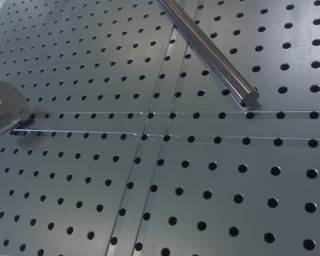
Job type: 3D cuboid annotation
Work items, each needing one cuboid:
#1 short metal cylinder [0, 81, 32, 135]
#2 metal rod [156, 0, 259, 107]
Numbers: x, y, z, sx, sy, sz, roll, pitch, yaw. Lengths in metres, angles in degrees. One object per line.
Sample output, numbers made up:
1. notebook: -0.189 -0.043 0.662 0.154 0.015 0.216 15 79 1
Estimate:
1. short metal cylinder: -0.272 -0.034 0.537 0.050 0.080 0.080 -32 52 8
2. metal rod: 0.053 -0.138 0.464 0.025 0.025 0.300 -33 51 7
